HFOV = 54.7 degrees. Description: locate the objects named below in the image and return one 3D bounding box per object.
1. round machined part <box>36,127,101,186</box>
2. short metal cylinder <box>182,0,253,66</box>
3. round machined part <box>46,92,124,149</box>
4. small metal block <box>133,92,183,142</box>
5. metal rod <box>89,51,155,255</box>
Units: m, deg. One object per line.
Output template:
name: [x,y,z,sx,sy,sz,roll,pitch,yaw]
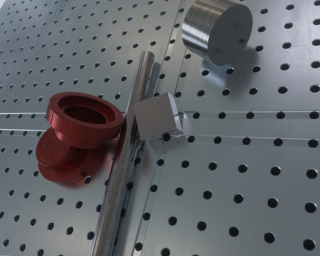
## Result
round machined part: [-0.139,0.031,0.452,0.098,0.042,0.098,-13,56,21]
short metal cylinder: [0.076,-0.130,0.413,0.080,0.080,0.050,-46,51,-4]
round machined part: [-0.102,-0.007,0.416,0.098,0.099,0.042,43,122,39]
small metal block: [-0.003,-0.013,0.408,0.050,0.025,0.050,-18,75,17]
metal rod: [-0.044,0.018,0.419,0.025,0.025,0.299,-4,60,26]
